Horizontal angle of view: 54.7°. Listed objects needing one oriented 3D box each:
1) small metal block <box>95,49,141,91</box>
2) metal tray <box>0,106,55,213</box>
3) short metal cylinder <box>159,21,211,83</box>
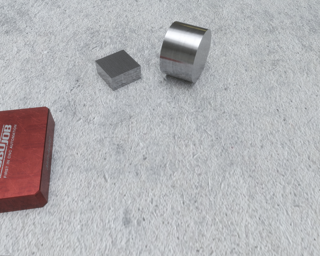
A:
[{"bbox_3d":[-0.064,-0.090,0.479,0.050,0.025,0.050,-29,56,-22],"label":"small metal block"},{"bbox_3d":[-0.180,0.034,0.370,0.091,0.030,0.130,-6,50,-6],"label":"metal tray"},{"bbox_3d":[0.039,-0.113,0.463,0.050,0.080,0.080,20,53,16],"label":"short metal cylinder"}]
